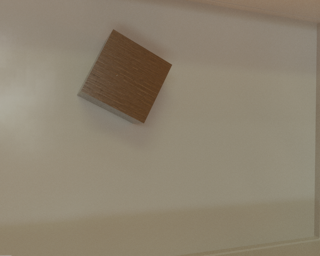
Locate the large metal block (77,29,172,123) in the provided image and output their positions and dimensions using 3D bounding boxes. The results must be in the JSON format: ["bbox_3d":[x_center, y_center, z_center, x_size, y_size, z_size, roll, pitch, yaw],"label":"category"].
[{"bbox_3d":[-0.044,-0.059,0.381,0.080,0.050,0.080,28,81,-18],"label":"large metal block"}]
